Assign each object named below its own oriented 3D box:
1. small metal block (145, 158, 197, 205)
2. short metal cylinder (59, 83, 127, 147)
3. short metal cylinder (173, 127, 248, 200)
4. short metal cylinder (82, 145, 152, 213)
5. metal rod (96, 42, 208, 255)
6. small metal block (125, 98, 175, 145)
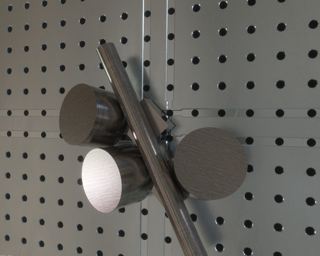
[{"bbox_3d":[0.017,0.073,0.402,0.050,0.025,0.050,-42,77,15],"label":"small metal block"},{"bbox_3d":[-0.089,-0.014,0.412,0.080,0.050,0.080,-9,76,39],"label":"short metal cylinder"},{"bbox_3d":[0.056,0.044,0.362,0.081,0.050,0.080,0,75,1],"label":"short metal cylinder"},{"bbox_3d":[-0.057,0.063,0.401,0.080,0.050,0.079,5,97,42],"label":"short metal cylinder"},{"bbox_3d":[-0.012,0.029,0.385,0.025,0.025,0.299,-27,81,18],"label":"metal rod"},{"bbox_3d":[-0.018,-0.004,0.415,0.050,0.025,0.050,-45,76,14],"label":"small metal block"}]
